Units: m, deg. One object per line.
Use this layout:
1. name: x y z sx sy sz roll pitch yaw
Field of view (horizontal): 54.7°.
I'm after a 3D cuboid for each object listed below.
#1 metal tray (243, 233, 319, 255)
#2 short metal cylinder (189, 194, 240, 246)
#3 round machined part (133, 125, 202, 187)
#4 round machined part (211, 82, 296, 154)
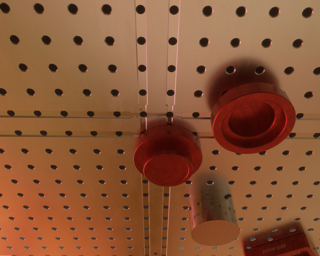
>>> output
1. metal tray: 0.252 0.268 0.638 0.130 0.030 0.090 -27 125 21
2. short metal cylinder: 0.092 0.159 0.531 0.081 0.050 0.079 0 130 0
3. round machined part: 0.011 0.046 0.440 0.099 0.042 0.097 0 130 0
4. round machined part: 0.113 -0.016 0.388 0.099 0.042 0.097 0 130 0
